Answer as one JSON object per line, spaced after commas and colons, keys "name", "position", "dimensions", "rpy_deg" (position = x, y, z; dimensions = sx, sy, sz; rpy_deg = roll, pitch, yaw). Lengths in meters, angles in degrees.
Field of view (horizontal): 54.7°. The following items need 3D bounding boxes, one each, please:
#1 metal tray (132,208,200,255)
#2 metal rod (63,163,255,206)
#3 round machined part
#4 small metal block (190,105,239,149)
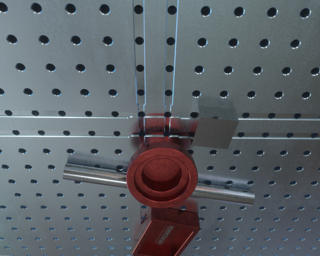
{"name": "metal tray", "position": [0.008, 0.201, 0.579], "dimensions": [0.091, 0.030, 0.129], "rpy_deg": [14, 129, -13]}
{"name": "metal rod", "position": [0.004, 0.090, 0.488], "dimensions": [0.302, 0.025, 0.025], "rpy_deg": [10, 129, -9]}
{"name": "round machined part", "position": [0.002, 0.062, 0.443], "dimensions": [0.099, 0.042, 0.097], "rpy_deg": [-1, 114, -2]}
{"name": "small metal block", "position": [0.071, 0.000, 0.413], "dimensions": [0.050, 0.025, 0.050], "rpy_deg": [6, 130, -6]}
